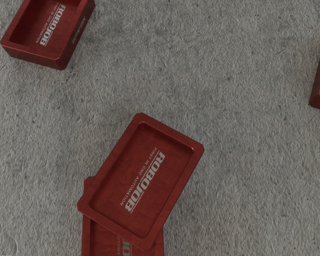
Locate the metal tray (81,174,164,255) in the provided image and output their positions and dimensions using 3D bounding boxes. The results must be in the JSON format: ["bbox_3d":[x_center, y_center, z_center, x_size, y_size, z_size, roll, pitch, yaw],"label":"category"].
[{"bbox_3d":[-0.042,0.121,0.360,0.091,0.030,0.130,-3,70,-1],"label":"metal tray"}]

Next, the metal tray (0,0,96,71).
[{"bbox_3d":[-0.163,-0.157,0.461,0.090,0.030,0.130,16,71,5],"label":"metal tray"}]

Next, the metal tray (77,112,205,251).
[{"bbox_3d":[-0.019,0.058,0.351,0.090,0.030,0.130,29,72,10],"label":"metal tray"}]

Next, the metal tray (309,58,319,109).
[{"bbox_3d":[0.285,-0.053,0.427,0.131,0.030,0.090,20,71,7],"label":"metal tray"}]
